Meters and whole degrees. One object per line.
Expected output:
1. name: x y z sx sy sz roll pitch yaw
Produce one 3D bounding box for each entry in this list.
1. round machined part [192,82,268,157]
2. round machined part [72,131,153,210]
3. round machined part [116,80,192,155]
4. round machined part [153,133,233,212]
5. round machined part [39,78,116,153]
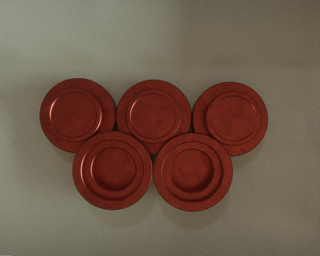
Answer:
1. round machined part: 0.091 -0.011 0.401 0.099 0.042 0.097 0 89 0
2. round machined part: -0.058 0.052 0.401 0.099 0.042 0.097 0 90 0
3. round machined part: -0.008 -0.014 0.400 0.099 0.042 0.097 0 89 0
4. round machined part: 0.040 0.054 0.401 0.099 0.042 0.097 0 90 0
5. round machined part: -0.106 -0.016 0.399 0.099 0.042 0.097 0 89 -1
